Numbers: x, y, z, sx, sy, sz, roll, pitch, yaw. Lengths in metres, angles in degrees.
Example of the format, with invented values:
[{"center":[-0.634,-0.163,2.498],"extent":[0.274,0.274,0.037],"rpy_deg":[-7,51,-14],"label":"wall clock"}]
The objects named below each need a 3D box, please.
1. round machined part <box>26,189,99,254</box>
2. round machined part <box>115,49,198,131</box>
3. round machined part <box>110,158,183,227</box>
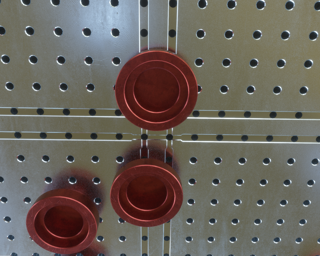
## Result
[{"center":[-0.137,0.130,0.451],"extent":[0.099,0.042,0.097],"rpy_deg":[0,110,0],"label":"round machined part"},{"center":[-0.004,-0.049,0.386],"extent":[0.099,0.042,0.097],"rpy_deg":[0,110,0],"label":"round machined part"},{"center":[-0.018,0.086,0.436],"extent":[0.099,0.042,0.097],"rpy_deg":[0,110,0],"label":"round machined part"}]
